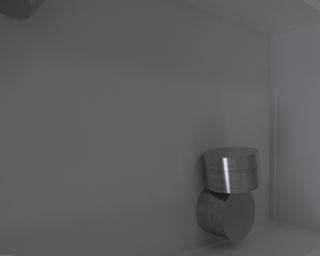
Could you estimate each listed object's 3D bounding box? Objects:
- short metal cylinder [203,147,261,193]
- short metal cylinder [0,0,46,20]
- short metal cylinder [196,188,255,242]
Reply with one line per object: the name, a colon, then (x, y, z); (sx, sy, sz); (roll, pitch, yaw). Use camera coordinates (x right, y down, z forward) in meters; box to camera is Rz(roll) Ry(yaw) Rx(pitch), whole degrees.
short metal cylinder: (0.107, 0.060, 0.460); (0.081, 0.080, 0.050); (-11, 97, -40)
short metal cylinder: (-0.129, -0.141, 0.262); (0.080, 0.080, 0.050); (44, 64, -31)
short metal cylinder: (0.102, 0.127, 0.476); (0.081, 0.050, 0.080); (0, 90, -40)
